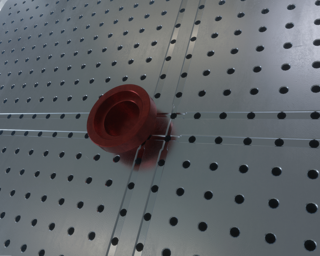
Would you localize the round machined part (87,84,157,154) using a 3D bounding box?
[{"bbox_3d":[-0.048,-0.009,0.429,0.098,0.042,0.098,-13,56,21],"label":"round machined part"}]
